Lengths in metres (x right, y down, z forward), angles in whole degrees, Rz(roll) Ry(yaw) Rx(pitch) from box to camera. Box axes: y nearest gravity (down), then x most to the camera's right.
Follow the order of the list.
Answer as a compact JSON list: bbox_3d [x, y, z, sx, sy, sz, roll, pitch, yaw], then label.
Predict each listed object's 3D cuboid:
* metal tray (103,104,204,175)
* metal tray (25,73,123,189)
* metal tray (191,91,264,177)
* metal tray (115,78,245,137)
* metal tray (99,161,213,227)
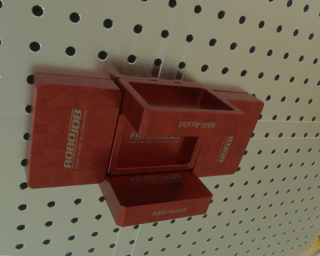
[{"bbox_3d":[-0.005,0.014,0.413,0.131,0.030,0.089,1,118,-29],"label":"metal tray"},{"bbox_3d":[-0.101,0.007,0.357,0.091,0.030,0.129,1,118,-29],"label":"metal tray"},{"bbox_3d":[0.093,0.011,0.466,0.091,0.030,0.129,0,118,-30],"label":"metal tray"},{"bbox_3d":[0.022,-0.025,0.367,0.131,0.090,0.030,1,118,-29],"label":"metal tray"},{"bbox_3d":[-0.007,0.081,0.415,0.131,0.090,0.030,1,118,-29],"label":"metal tray"}]
